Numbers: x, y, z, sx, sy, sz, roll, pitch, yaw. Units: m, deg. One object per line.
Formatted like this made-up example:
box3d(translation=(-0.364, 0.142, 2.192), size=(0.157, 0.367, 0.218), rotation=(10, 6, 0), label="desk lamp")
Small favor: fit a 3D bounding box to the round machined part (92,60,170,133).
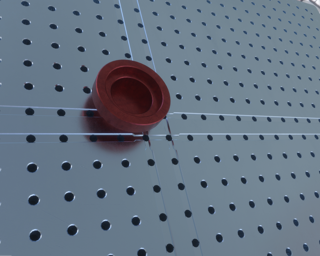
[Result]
box3d(translation=(-0.040, -0.037, 0.400), size=(0.099, 0.042, 0.098), rotation=(14, 56, -21), label="round machined part")
